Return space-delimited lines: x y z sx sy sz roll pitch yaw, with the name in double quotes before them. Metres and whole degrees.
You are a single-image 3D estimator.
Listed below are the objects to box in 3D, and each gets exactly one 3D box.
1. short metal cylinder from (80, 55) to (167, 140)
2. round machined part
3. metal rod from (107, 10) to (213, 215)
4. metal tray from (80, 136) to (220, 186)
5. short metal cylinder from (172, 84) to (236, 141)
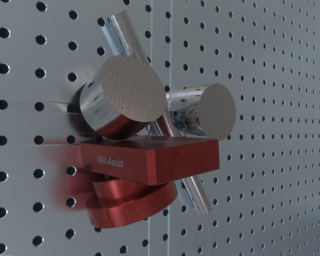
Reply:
"short metal cylinder" -0.040 -0.033 0.341 0.081 0.050 0.080 19 55 -30
"round machined part" -0.034 0.065 0.334 0.099 0.098 0.042 -22 97 -38
"metal rod" 0.008 -0.006 0.415 0.025 0.025 0.299 -38 114 -33
"metal tray" -0.014 0.029 0.329 0.091 0.130 0.030 -6 95 -40
"short metal cylinder" 0.064 -0.022 0.446 0.081 0.050 0.080 0 90 -40
